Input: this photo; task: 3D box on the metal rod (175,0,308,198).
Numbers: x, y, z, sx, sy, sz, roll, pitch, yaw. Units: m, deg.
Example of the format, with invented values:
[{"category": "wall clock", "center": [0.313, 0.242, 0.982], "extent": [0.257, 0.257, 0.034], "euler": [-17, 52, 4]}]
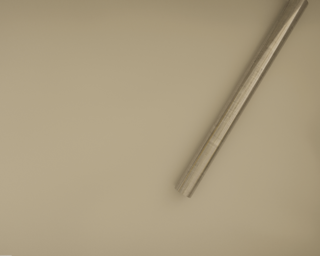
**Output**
[{"category": "metal rod", "center": [0.108, -0.042, 0.412], "extent": [0.025, 0.025, 0.299], "euler": [31, 90, -1]}]
